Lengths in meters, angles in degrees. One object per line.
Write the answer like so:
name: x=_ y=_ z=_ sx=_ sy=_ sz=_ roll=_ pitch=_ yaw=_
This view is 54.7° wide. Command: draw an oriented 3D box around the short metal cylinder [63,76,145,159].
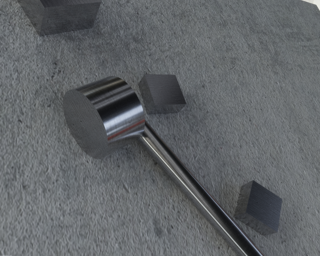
short metal cylinder: x=-0.063 y=-0.012 z=0.343 sx=0.050 sy=0.080 sz=0.080 roll=-29 pitch=78 yaw=-38

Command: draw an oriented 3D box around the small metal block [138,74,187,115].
small metal block: x=0.003 y=-0.048 z=0.436 sx=0.050 sy=0.025 sz=0.050 roll=-5 pitch=64 yaw=-31

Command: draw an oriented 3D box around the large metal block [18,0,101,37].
large metal block: x=-0.141 y=-0.178 z=0.421 sx=0.081 sy=0.050 sz=0.080 roll=-25 pitch=75 yaw=-37

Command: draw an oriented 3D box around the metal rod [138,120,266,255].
metal rod: x=0.048 y=0.083 z=0.380 sx=0.300 sy=0.025 sz=0.025 roll=48 pitch=51 yaw=5

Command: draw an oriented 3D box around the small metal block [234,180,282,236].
small metal block: x=0.131 y=0.106 z=0.412 sx=0.050 sy=0.025 sz=0.050 roll=33 pitch=51 yaw=-7
